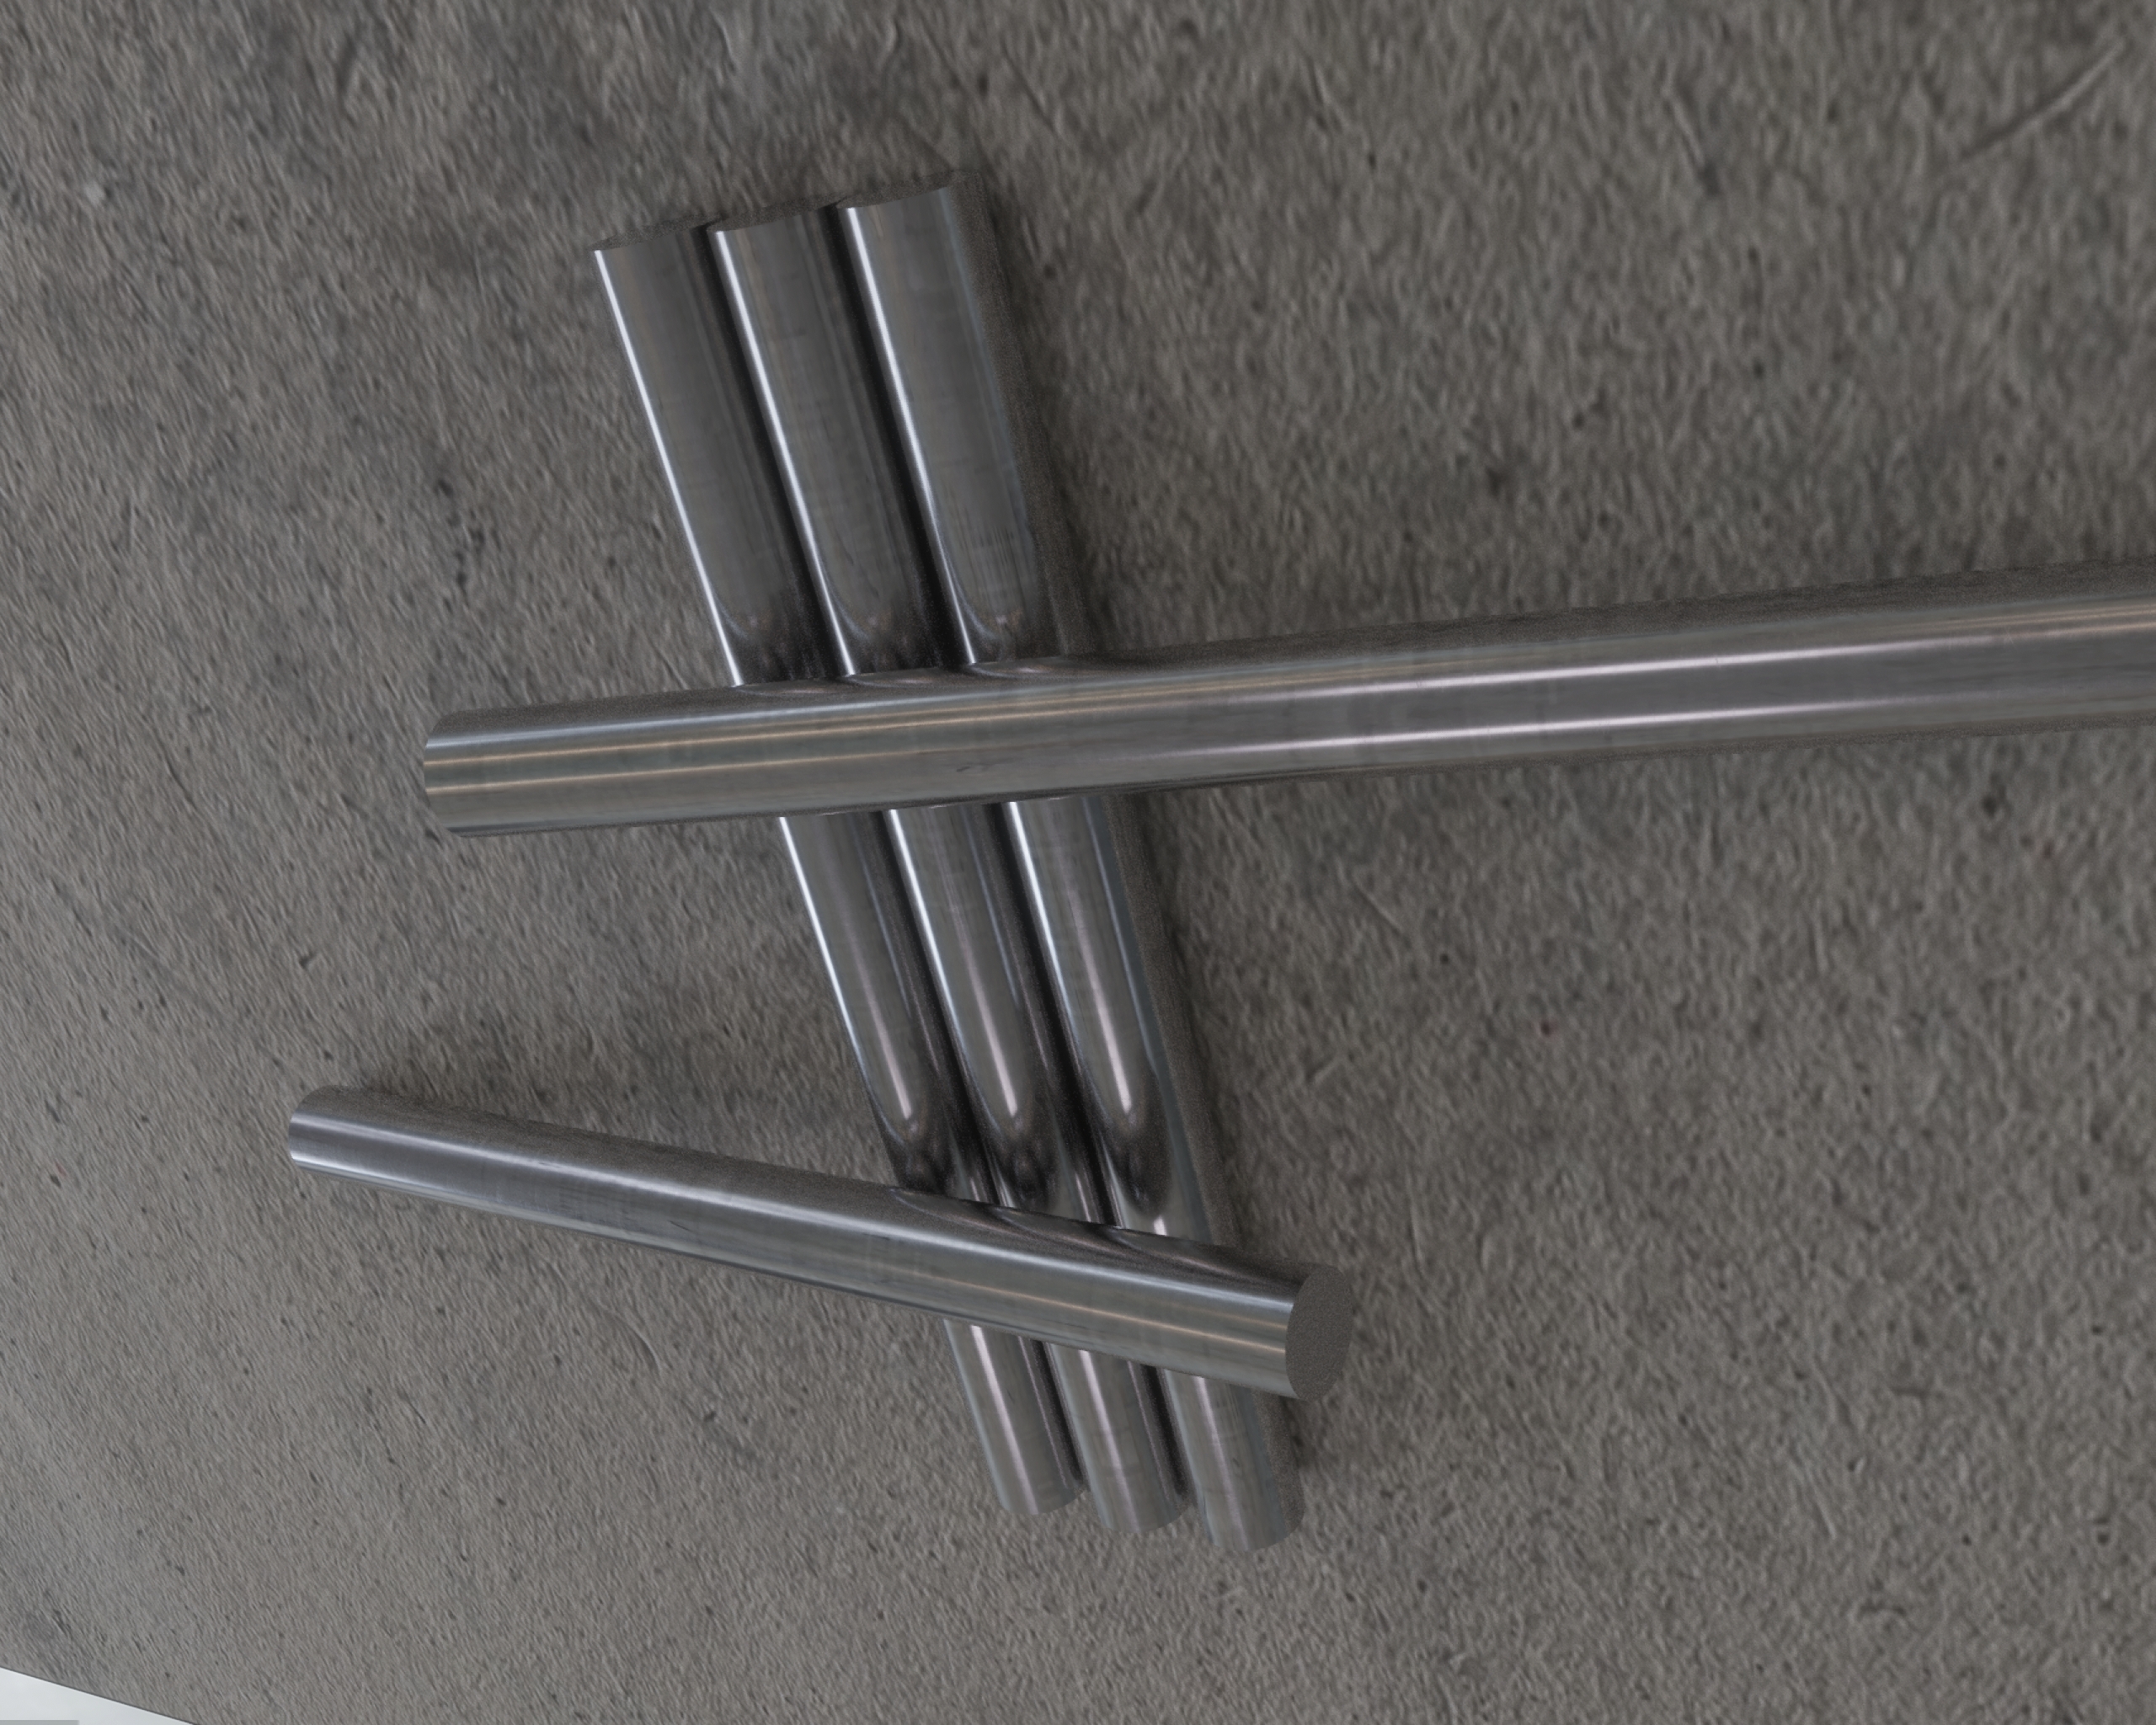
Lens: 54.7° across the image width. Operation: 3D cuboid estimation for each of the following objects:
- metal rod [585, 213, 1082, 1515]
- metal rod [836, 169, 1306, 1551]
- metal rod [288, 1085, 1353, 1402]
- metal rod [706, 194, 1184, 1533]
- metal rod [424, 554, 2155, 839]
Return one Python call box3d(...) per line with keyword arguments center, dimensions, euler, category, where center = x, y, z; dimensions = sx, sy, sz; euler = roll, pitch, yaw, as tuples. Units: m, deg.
box3d(center=(-0.042, 0.017, 0.439), dimensions=(0.025, 0.025, 0.298), euler=(0, 119, 28), category="metal rod")
box3d(center=(0.006, 0.017, 0.414), dimensions=(0.025, 0.025, 0.298), euler=(0, 119, 28), category="metal rod")
box3d(center=(-0.078, 0.079, 0.470), dimensions=(0.300, 0.025, 0.025), euler=(3, 120, 35), category="metal rod")
box3d(center=(-0.019, 0.017, 0.427), dimensions=(0.025, 0.025, 0.298), euler=(0, 119, 28), category="metal rod")
box3d(center=(0.022, -0.025, 0.353), dimensions=(0.301, 0.025, 0.025), euler=(-3, 117, 20), category="metal rod")
